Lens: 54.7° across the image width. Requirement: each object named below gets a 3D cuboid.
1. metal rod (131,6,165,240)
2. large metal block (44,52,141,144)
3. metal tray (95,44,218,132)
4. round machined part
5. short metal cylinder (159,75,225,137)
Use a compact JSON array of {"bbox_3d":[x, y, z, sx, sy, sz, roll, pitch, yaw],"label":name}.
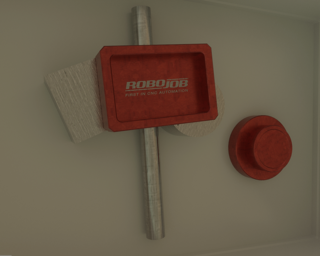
[{"bbox_3d":[-0.015,-0.006,0.405,0.025,0.025,0.298,-4,92,-20],"label":"metal rod"},{"bbox_3d":[-0.081,-0.035,0.368,0.081,0.050,0.080,-25,99,-19],"label":"large metal block"},{"bbox_3d":[-0.001,-0.047,0.354,0.131,0.030,0.089,-7,93,-20],"label":"metal tray"},{"bbox_3d":[0.156,0.030,0.461,0.099,0.042,0.097,0,90,-21],"label":"round machined part"},{"bbox_3d":[0.038,-0.028,0.412,0.081,0.050,0.079,0,90,-21],"label":"short metal cylinder"}]
